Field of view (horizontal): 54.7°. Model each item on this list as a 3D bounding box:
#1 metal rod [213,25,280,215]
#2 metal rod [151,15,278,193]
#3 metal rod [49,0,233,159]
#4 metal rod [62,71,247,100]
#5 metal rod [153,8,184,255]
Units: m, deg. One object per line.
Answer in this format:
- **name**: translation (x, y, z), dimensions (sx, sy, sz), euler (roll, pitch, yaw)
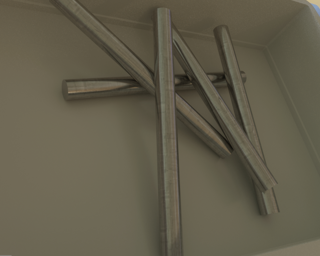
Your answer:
- **metal rod**: translation (0.124, -0.024, 0.464), dimensions (0.025, 0.025, 0.299), euler (1, 68, -28)
- **metal rod**: translation (0.070, -0.048, 0.438), dimensions (0.025, 0.025, 0.299), euler (-19, 72, -35)
- **metal rod**: translation (-0.014, -0.063, 0.404), dimensions (0.300, 0.025, 0.025), euler (41, 50, -13)
- **metal rod**: translation (0.013, -0.066, 0.452), dimensions (0.303, 0.025, 0.025), euler (-9, 66, -32)
- **metal rod**: translation (0.008, -0.007, 0.369), dimensions (0.025, 0.025, 0.299), euler (5, 73, -26)
